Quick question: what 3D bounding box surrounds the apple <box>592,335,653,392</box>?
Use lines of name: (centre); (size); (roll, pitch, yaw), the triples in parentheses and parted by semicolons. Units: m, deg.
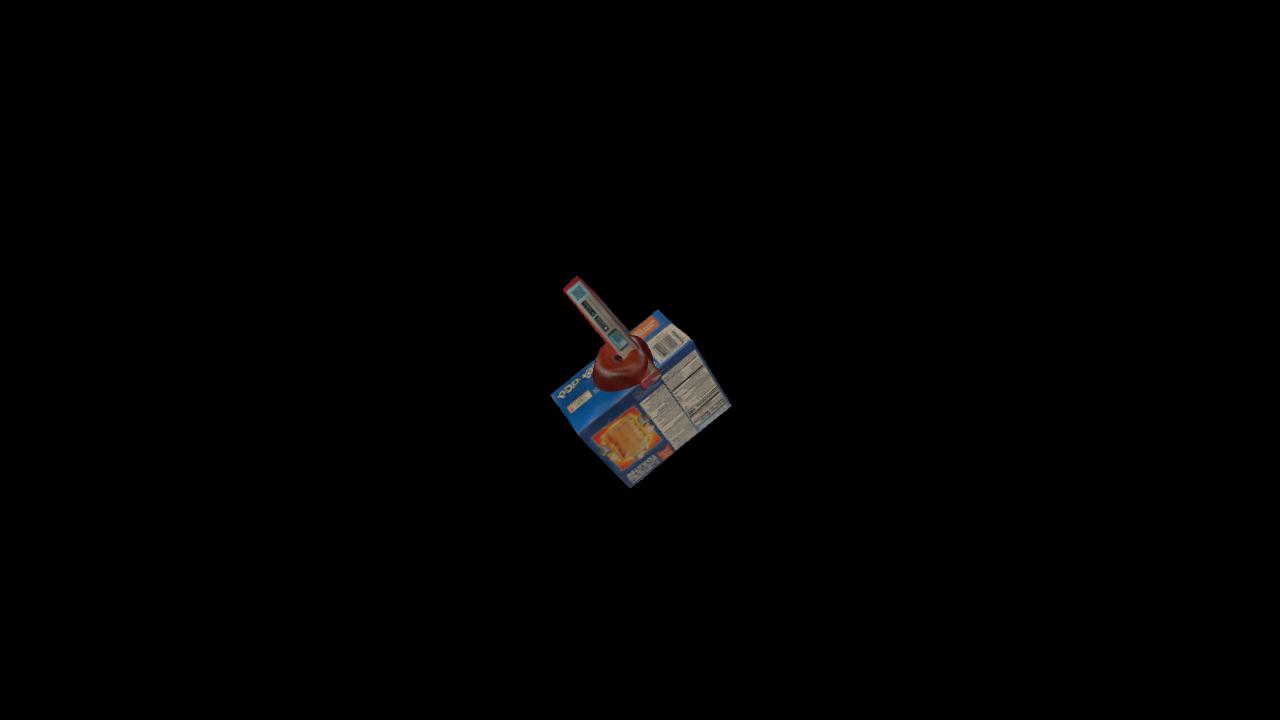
apple: (-0.015, 0.016, 0.711); (0.079, 0.079, 0.093); (0, -30, 17)

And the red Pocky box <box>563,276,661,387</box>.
red Pocky box: (-0.026, -0.027, 0.731); (0.028, 0.155, 0.083); (-41, -16, 4)

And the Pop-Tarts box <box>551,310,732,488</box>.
Pop-Tarts box: (0.004, 0.049, 0.750); (0.083, 0.167, 0.141); (49, -4, 46)
